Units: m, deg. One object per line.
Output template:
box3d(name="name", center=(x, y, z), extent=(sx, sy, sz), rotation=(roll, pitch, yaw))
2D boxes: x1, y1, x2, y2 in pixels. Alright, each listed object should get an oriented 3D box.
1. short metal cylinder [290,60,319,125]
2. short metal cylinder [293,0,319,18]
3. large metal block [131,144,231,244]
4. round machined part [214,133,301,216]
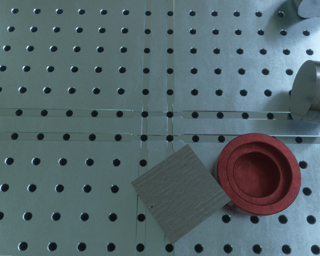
box3d(name="short metal cylinder", center=(0.209, -0.044, 0.400), extent=(0.050, 0.080, 0.080), rotation=(9, 70, 3))
box3d(name="short metal cylinder", center=(0.238, -0.211, 0.461), extent=(0.081, 0.080, 0.050), rotation=(-12, 71, -4))
box3d(name="large metal block", center=(0.023, 0.079, 0.370), extent=(0.080, 0.050, 0.080), rotation=(-33, 74, -11))
box3d(name="round machined part", center=(0.116, 0.059, 0.381), extent=(0.099, 0.042, 0.098), rotation=(1, 70, -1))
